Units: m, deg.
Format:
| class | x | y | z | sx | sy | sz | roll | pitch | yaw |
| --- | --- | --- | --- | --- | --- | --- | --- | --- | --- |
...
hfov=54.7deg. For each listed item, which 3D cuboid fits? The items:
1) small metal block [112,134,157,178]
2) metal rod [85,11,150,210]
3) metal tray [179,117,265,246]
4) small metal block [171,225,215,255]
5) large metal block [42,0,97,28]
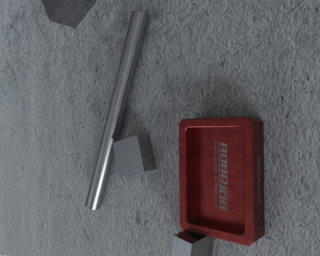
| class | x | y | z | sx | sy | sz | roll | pitch | yaw |
| --- | --- | --- | --- | --- | --- | --- | --- | --- | --- |
| small metal block | -0.036 | 0.039 | 0.433 | 0.050 | 0.025 | 0.050 | -19 | 78 | 38 |
| metal rod | -0.066 | -0.017 | 0.456 | 0.025 | 0.025 | 0.298 | 26 | 106 | 37 |
| metal tray | 0.066 | 0.054 | 0.345 | 0.090 | 0.030 | 0.129 | -1 | 89 | 39 |
| small metal block | 0.037 | 0.145 | 0.356 | 0.025 | 0.050 | 0.050 | 12 | 98 | 39 |
| large metal block | -0.152 | -0.228 | 0.511 | 0.080 | 0.050 | 0.080 | -38 | 67 | 33 |
